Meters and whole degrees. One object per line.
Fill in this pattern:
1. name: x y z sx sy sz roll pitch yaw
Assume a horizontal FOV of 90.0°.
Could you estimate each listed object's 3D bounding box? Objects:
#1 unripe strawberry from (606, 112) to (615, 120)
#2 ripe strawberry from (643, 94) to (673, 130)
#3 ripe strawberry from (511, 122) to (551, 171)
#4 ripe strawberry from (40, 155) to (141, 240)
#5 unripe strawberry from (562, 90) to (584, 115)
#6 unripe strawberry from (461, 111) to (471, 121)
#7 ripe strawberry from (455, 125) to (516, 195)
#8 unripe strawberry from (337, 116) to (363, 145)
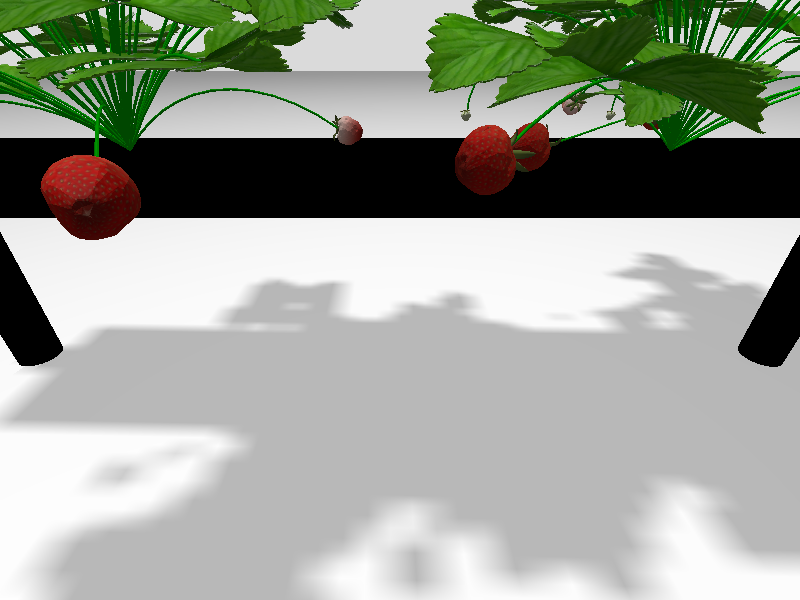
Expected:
1. unripe strawberry: 0.245 -0.214 0.467 0.009 0.010 0.010 4 31 6
2. ripe strawberry: 0.277 -0.206 0.434 0.038 0.040 0.041 12 33 19
3. ripe strawberry: 0.084 -0.101 0.266 0.028 0.030 0.026 -15 34 -22
4. ripe strawberry: -0.126 -0.041 0.165 0.032 0.034 0.035 -15 35 -23
5. unripe strawberry: 0.227 -0.260 0.528 0.026 0.030 0.028 0 20 0
6. unripe strawberry: 0.069 -0.192 0.419 0.010 0.010 0.011 20 36 29
7. ripe strawberry: 0.044 -0.074 0.214 0.034 0.035 0.031 -29 40 -24
8. unripe strawberry: -0.043 -0.145 0.344 0.022 0.023 0.020 7 30 -11
